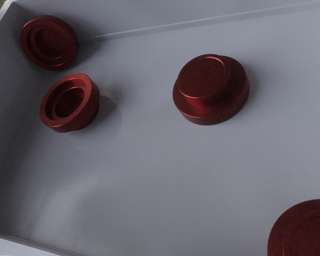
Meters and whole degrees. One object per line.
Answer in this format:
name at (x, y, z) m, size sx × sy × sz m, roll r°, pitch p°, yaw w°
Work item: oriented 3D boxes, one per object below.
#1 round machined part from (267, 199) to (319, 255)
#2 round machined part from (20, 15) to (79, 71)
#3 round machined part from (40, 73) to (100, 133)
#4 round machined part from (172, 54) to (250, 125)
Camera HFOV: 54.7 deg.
round machined part at (0.140, 0.106, 0.256) m, size 0.098 × 0.042 × 0.098 m, roll -13°, pitch 56°, yaw 21°
round machined part at (-0.196, -0.157, 0.563) m, size 0.098 × 0.098 × 0.042 m, roll -17°, pitch 35°, yaw 18°
round machined part at (-0.136, -0.035, 0.488) m, size 0.098 × 0.042 × 0.098 m, roll -13°, pitch 56°, yaw 21°
round machined part at (0.061, -0.056, 0.397) m, size 0.098 × 0.042 × 0.098 m, roll -13°, pitch 56°, yaw 21°
